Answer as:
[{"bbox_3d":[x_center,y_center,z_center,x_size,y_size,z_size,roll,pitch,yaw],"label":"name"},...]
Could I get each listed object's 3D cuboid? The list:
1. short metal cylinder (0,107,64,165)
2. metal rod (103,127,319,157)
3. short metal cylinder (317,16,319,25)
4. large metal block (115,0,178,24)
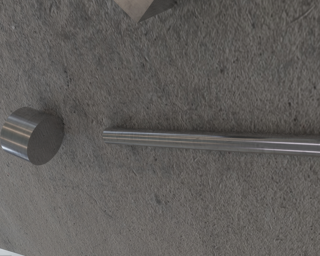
[{"bbox_3d":[-0.196,0.012,0.482,0.050,0.080,0.079,19,126,17],"label":"short metal cylinder"},{"bbox_3d":[0.058,0.015,0.385,0.300,0.025,0.025,2,119,27],"label":"metal rod"},{"bbox_3d":[0.168,-0.091,0.227,0.050,0.080,0.080,44,129,-3],"label":"short metal cylinder"},{"bbox_3d":[0.002,-0.150,0.278,0.050,0.080,0.080,45,129,-3],"label":"large metal block"}]
